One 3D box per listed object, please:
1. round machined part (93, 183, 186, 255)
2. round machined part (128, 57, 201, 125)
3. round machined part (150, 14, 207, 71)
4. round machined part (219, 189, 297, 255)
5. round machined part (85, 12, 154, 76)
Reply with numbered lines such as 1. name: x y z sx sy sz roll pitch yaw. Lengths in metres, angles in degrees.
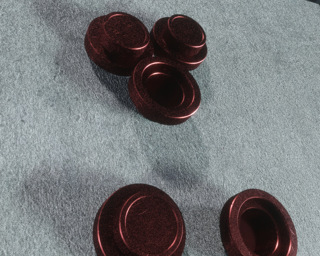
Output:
1. round machined part: -0.016 0.104 0.321 0.099 0.042 0.098 14 56 -21
2. round machined part: 0.003 -0.046 0.422 0.099 0.042 0.098 14 56 -21
3. round machined part: 0.035 -0.143 0.499 0.099 0.042 0.098 14 56 -21
4. round machined part: 0.113 0.127 0.376 0.099 0.042 0.098 14 56 -21
5. round machined part: -0.053 -0.125 0.440 0.099 0.042 0.098 14 56 -21
